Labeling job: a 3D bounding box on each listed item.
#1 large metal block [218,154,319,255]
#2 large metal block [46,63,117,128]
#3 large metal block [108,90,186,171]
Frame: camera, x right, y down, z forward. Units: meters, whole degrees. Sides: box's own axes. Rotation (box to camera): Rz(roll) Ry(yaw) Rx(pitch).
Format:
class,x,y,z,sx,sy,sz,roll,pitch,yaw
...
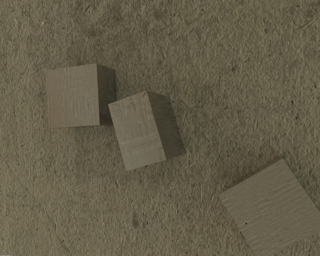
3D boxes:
class,x,y,z,sx,sy,sz,roll,pitch,yaw
large metal block,0.126,0.087,0.351,0.080,0.050,0.080,-35,79,16
large metal block,-0.108,-0.042,0.434,0.080,0.050,0.080,-3,89,20
large metal block,-0.013,0.003,0.384,0.050,0.080,0.080,-18,84,19
